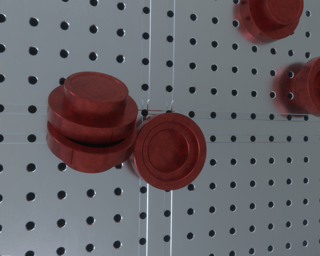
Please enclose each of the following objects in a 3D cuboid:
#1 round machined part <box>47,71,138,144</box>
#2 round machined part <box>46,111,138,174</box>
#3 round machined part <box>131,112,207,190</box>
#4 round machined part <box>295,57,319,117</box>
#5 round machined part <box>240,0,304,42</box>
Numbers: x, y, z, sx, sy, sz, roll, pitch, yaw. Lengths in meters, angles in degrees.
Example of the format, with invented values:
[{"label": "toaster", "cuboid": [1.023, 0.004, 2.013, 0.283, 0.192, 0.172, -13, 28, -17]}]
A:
[{"label": "round machined part", "cuboid": [-0.072, -0.029, 0.345, 0.099, 0.098, 0.042, 3, 126, -20]}, {"label": "round machined part", "cuboid": [-0.078, 0.014, 0.355, 0.099, 0.098, 0.042, 3, 126, -20]}, {"label": "round machined part", "cuboid": [0.008, 0.029, 0.406, 0.099, 0.042, 0.097, 0, 90, -20]}, {"label": "round machined part", "cuboid": [0.259, -0.065, 0.498, 0.099, 0.042, 0.097, 0, 90, -20]}, {"label": "round machined part", "cuboid": [0.175, -0.184, 0.467, 0.099, 0.042, 0.097, 0, 90, -20]}]
